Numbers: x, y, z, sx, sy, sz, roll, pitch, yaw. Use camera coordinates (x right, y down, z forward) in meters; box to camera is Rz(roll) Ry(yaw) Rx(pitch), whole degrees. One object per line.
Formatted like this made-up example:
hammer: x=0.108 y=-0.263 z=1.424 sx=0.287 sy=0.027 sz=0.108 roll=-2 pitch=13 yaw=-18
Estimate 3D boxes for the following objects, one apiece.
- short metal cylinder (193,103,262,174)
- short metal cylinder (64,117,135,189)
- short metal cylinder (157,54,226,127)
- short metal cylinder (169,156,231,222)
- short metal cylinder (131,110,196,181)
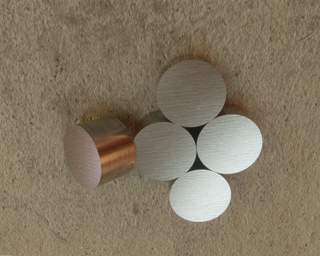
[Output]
short metal cylinder: x=0.085 y=0.012 z=0.403 sx=0.081 sy=0.050 sz=0.079 roll=0 pitch=110 yaw=0
short metal cylinder: x=-0.076 y=0.029 z=0.386 sx=0.080 sy=0.050 sz=0.079 roll=17 pitch=115 yaw=41
short metal cylinder: x=0.036 y=-0.047 z=0.380 sx=0.081 sy=0.050 sz=0.079 roll=0 pitch=110 yaw=0
short metal cylinder: x=0.053 y=0.081 z=0.428 sx=0.081 sy=0.050 sz=0.079 roll=0 pitch=110 yaw=0
short metal cylinder: x=0.005 y=0.021 z=0.405 sx=0.081 sy=0.050 sz=0.079 roll=0 pitch=110 yaw=0
